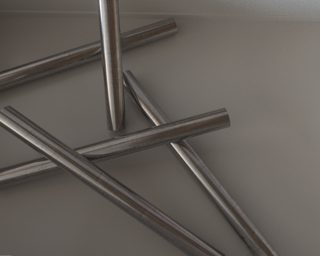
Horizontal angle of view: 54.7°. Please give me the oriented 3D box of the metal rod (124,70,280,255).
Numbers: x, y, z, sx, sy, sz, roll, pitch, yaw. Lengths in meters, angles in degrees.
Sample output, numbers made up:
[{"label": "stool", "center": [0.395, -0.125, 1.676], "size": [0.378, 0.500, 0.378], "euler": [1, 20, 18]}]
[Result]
[{"label": "metal rod", "center": [0.039, 0.041, 0.395], "size": [0.025, 0.025, 0.300], "euler": [-35, 74, -12]}]

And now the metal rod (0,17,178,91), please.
[{"label": "metal rod", "center": [-0.119, -0.102, 0.445], "size": [0.302, 0.025, 0.025], "euler": [-20, 72, -8]}]

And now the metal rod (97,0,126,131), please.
[{"label": "metal rod", "center": [-0.063, -0.144, 0.378], "size": [0.025, 0.025, 0.298], "euler": [-2, 103, -1]}]

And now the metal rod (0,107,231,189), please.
[{"label": "metal rod", "center": [-0.063, 0.026, 0.381], "size": [0.302, 0.025, 0.025], "euler": [-15, 71, 1]}]

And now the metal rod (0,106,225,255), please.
[{"label": "metal rod", "center": [-0.057, 0.070, 0.355], "size": [0.301, 0.025, 0.025], "euler": [34, 73, 0]}]
